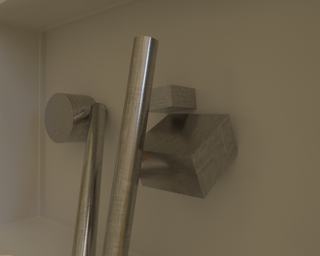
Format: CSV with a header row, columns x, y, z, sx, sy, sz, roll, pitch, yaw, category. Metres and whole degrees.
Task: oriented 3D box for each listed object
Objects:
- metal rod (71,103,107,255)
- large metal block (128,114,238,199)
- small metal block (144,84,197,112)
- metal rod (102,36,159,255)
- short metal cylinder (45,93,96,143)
x,y,z,sx,sy,sz,roll,pitch,yaw,category
-0.087,0.078,0.384,0.025,0.025,0.300,-41,36,32,metal rod
0.027,0.025,0.338,0.080,0.080,0.050,3,122,39,large metal block
0.010,-0.034,0.381,0.050,0.050,0.025,-7,86,39,small metal block
-0.034,0.058,0.303,0.025,0.025,0.298,4,84,39,metal rod
-0.144,-0.016,0.506,0.080,0.050,0.079,0,90,39,short metal cylinder
